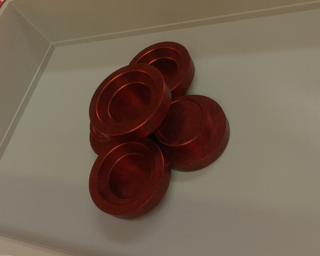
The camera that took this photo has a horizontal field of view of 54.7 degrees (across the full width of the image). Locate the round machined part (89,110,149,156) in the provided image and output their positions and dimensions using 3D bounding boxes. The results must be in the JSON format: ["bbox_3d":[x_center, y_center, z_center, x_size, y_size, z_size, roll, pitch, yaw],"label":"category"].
[{"bbox_3d":[-0.056,-0.003,0.422,0.098,0.042,0.098,-13,56,20],"label":"round machined part"}]

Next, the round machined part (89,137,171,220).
[{"bbox_3d":[-0.032,0.060,0.371,0.098,0.042,0.098,-13,56,20],"label":"round machined part"}]

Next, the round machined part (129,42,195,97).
[{"bbox_3d":[0.002,-0.069,0.432,0.098,0.042,0.098,-13,56,20],"label":"round machined part"}]

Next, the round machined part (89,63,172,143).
[{"bbox_3d":[-0.031,-0.025,0.369,0.098,0.042,0.098,-13,56,20],"label":"round machined part"}]

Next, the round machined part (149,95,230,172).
[{"bbox_3d":[0.031,0.000,0.375,0.098,0.042,0.098,-13,56,20],"label":"round machined part"}]
